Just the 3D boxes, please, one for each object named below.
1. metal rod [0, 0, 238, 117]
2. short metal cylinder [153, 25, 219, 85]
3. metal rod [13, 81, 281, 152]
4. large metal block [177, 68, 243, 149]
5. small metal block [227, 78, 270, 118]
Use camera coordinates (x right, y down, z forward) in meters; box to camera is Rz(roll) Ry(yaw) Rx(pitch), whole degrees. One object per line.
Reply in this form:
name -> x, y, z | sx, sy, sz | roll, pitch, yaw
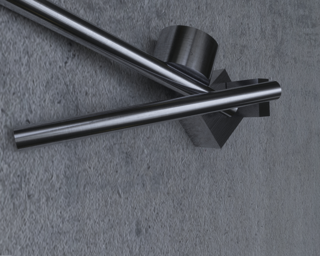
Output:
metal rod -> -0.030, -0.078, 0.345 | 0.302, 0.025, 0.025 | 23, 75, -26
short metal cylinder -> 0.030, -0.087, 0.399 | 0.080, 0.080, 0.050 | 26, 74, -37
metal rod -> 0.004, -0.018, 0.342 | 0.302, 0.025, 0.025 | -12, 98, -19
large metal block -> 0.072, -0.028, 0.451 | 0.080, 0.050, 0.080 | -48, 119, -28
small metal block -> 0.120, -0.040, 0.424 | 0.025, 0.050, 0.050 | -5, 94, -40
